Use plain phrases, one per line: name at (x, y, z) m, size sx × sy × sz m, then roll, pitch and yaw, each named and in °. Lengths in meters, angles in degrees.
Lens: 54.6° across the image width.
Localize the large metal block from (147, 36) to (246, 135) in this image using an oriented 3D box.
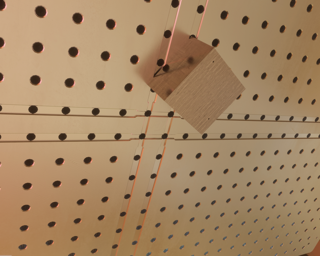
large metal block at (0.046, -0.052, 0.387) m, size 0.080 × 0.050 × 0.080 m, roll -47°, pitch 129°, yaw 5°
